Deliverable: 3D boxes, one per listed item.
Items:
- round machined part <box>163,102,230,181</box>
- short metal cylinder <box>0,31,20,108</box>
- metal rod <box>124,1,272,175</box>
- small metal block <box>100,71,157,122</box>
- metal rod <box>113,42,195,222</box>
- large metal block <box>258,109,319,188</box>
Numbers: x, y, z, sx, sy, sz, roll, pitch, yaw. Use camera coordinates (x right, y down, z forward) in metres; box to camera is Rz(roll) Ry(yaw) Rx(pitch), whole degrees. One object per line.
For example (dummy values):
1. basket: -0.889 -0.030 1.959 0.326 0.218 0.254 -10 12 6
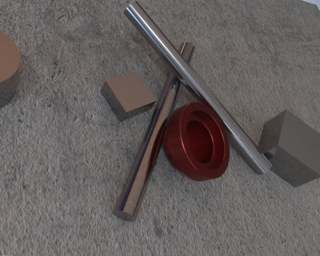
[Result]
1. round machined part: 0.043 0.019 0.393 0.099 0.042 0.098 22 58 -40
2. short metal cylinder: -0.192 -0.062 0.323 0.081 0.050 0.080 14 56 -21
3. metal rod: 0.056 -0.053 0.441 0.300 0.025 0.025 49 51 -5
4. small metal block: -0.042 -0.042 0.408 0.050 0.025 0.050 -25 75 -37
5. metal rod: 0.004 -0.019 0.418 0.025 0.025 0.300 29 52 -11
6. large metal block: 0.203 0.031 0.481 0.080 0.050 0.080 35 51 -6
